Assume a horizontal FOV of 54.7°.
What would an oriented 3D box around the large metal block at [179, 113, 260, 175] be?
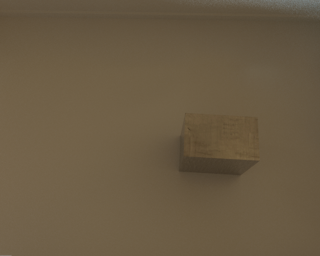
[{"bbox_3d":[0.067,0.022,0.373,0.081,0.080,0.050,3,70,1],"label":"large metal block"}]
